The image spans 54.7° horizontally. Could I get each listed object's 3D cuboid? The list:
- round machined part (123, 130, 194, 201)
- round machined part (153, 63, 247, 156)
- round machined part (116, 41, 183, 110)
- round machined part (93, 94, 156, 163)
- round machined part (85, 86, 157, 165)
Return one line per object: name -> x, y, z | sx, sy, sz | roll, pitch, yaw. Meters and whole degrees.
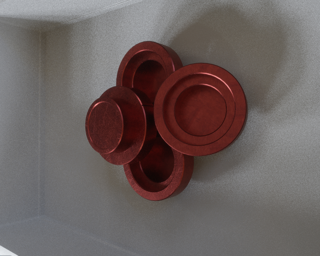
round machined part -> 0.002, 0.039, 0.390 | 0.098, 0.042, 0.097 | 0, 90, 39
round machined part -> 0.046, -0.019, 0.340 | 0.098, 0.042, 0.097 | -1, 87, 19
round machined part -> -0.008, -0.058, 0.398 | 0.098, 0.042, 0.097 | 0, 90, 39
round machined part -> -0.056, 0.000, 0.435 | 0.098, 0.042, 0.097 | 0, 90, 39
round machined part -> -0.054, -0.003, 0.379 | 0.098, 0.042, 0.097 | 0, 90, 39
